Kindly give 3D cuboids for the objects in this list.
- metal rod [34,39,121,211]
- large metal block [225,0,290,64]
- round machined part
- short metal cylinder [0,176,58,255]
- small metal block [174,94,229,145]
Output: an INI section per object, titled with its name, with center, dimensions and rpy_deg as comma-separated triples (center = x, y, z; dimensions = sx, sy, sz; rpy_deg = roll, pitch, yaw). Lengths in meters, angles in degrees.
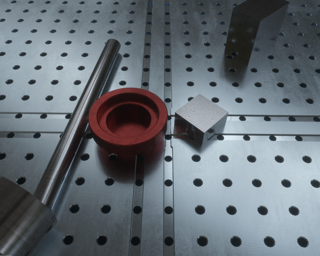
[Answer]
[metal rod]
center = -0.104, -0.027, 0.429
dimensions = 0.025, 0.025, 0.300
rpy_deg = 8, 50, 6
[large metal block]
center = 0.159, -0.167, 0.514
dimensions = 0.080, 0.080, 0.050
rpy_deg = -36, 59, -27
[round machined part]
center = -0.039, -0.004, 0.399
dimensions = 0.099, 0.042, 0.098
rpy_deg = 0, 50, 0
[short metal cylinder]
center = -0.148, 0.089, 0.295
dimensions = 0.080, 0.080, 0.050
rpy_deg = 22, 54, 17
[small metal block]
center = 0.055, -0.013, 0.419
dimensions = 0.050, 0.025, 0.050
rpy_deg = 37, 59, 27
